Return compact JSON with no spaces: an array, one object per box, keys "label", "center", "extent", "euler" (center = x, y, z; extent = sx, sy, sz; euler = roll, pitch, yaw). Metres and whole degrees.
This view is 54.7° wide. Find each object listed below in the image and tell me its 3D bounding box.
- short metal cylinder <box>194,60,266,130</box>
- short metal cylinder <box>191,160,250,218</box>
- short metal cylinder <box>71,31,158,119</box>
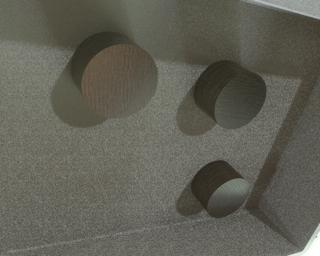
[{"label":"short metal cylinder","center":[0.093,-0.045,0.416],"extent":[0.081,0.050,0.079],"euler":[-14,124,-21]},{"label":"short metal cylinder","center":[0.098,0.100,0.508],"extent":[0.081,0.050,0.079],"euler":[-14,124,-21]},{"label":"short metal cylinder","center":[-0.049,-0.057,0.331],"extent":[0.081,0.050,0.079],"euler":[-14,124,-21]}]
